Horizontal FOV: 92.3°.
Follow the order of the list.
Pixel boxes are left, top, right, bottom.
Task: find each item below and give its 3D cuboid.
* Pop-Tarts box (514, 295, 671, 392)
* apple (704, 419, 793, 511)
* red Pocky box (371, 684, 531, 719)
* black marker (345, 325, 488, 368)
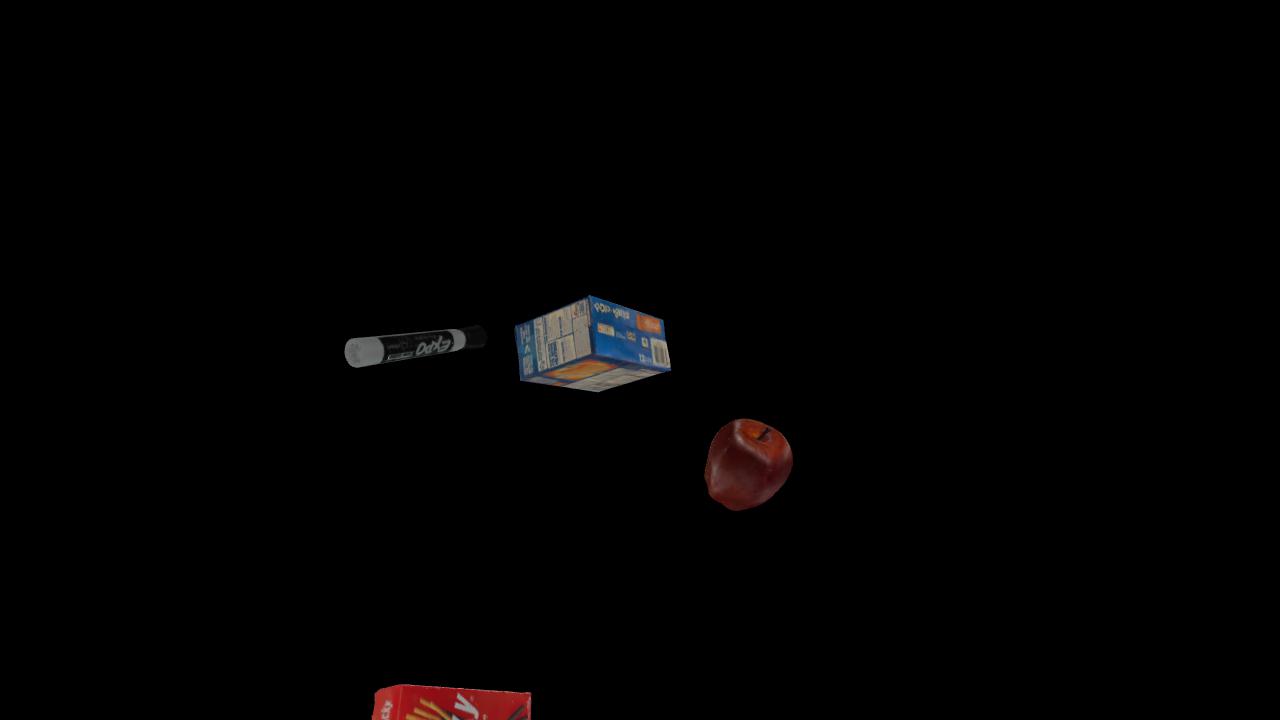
[{"bbox_3d":[-0.064,-0.016,0.862,0.141,0.083,0.167,-18,-19,34],"label":"Pop-Tarts box"},{"bbox_3d":[0.101,0.099,0.581,0.079,0.093,0.079,16,33,-11],"label":"apple"},{"bbox_3d":[-0.138,0.298,0.469,0.028,0.083,0.155,-19,-35,21],"label":"red Pocky box"},{"bbox_3d":[-0.152,-0.012,0.437,0.020,0.020,0.121,0,7,27],"label":"black marker"}]
